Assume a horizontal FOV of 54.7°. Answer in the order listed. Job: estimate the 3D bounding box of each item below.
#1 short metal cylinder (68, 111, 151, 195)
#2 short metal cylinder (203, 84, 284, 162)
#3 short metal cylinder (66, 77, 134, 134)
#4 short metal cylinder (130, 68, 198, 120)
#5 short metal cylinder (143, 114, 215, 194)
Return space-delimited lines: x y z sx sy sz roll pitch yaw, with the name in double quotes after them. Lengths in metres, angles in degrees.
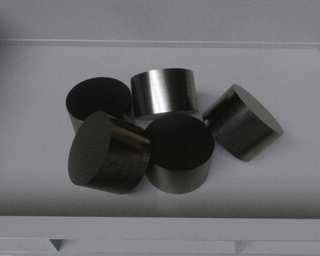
-0.056 0.028 0.335 0.050 0.080 0.080 24 37 -38 "short metal cylinder"
0.097 -0.006 0.367 0.080 0.050 0.080 35 26 -19 "short metal cylinder"
-0.076 -0.021 0.402 0.081 0.050 0.080 0 50 0 "short metal cylinder"
0.005 -0.040 0.391 0.081 0.080 0.050 -6 86 -6 "short metal cylinder"
0.020 0.030 0.362 0.081 0.050 0.080 0 50 0 "short metal cylinder"
